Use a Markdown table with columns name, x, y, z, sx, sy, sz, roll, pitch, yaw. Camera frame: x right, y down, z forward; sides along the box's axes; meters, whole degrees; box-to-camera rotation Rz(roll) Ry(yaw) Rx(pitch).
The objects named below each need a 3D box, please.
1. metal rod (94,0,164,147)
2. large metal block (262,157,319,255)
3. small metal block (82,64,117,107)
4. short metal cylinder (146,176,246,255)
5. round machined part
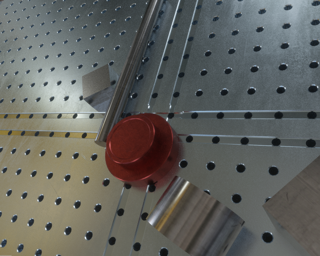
| name | x | y | z | sx | sy | sz | roll | pitch | yaw |
| --- | --- | --- | --- | --- | --- | --- | --- | --- | --- |
| metal rod | -0.041 | -0.109 | 0.494 | 0.025 | 0.025 | 0.300 | 2 | 63 | 29 |
| large metal block | 0.140 | 0.068 | 0.258 | 0.080 | 0.080 | 0.050 | -41 | 51 | 0 |
| small metal block | -0.096 | -0.069 | 0.499 | 0.050 | 0.025 | 0.050 | -22 | 54 | 14 |
| short metal cylinder | 0.034 | 0.090 | 0.299 | 0.080 | 0.080 | 0.050 | 27 | 77 | 37 |
| round machined part | -0.029 | 0.022 | 0.398 | 0.098 | 0.042 | 0.098 | -13 | 56 | 20 |
